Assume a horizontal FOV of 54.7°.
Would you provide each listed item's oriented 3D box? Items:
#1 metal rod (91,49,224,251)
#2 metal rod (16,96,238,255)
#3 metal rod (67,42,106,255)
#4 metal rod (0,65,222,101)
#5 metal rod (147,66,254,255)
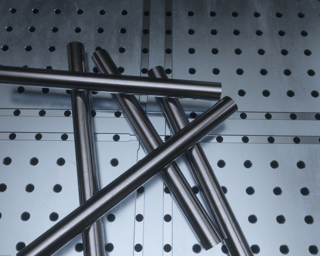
[{"bbox_3d":[-0.012,0.015,0.405,0.025,0.025,0.299,-29,73,-10],"label":"metal rod"},{"bbox_3d":[-0.027,0.056,0.364,0.301,0.025,0.025,-36,74,-13],"label":"metal rod"},{"bbox_3d":[-0.098,0.019,0.403,0.025,0.025,0.299,-9,70,-4],"label":"metal rod"},{"bbox_3d":[-0.072,-0.059,0.406,0.302,0.025,0.025,5,70,1],"label":"metal rod"},{"bbox_3d":[0.051,0.049,0.394,0.025,0.025,0.299,-21,72,-8],"label":"metal rod"}]
